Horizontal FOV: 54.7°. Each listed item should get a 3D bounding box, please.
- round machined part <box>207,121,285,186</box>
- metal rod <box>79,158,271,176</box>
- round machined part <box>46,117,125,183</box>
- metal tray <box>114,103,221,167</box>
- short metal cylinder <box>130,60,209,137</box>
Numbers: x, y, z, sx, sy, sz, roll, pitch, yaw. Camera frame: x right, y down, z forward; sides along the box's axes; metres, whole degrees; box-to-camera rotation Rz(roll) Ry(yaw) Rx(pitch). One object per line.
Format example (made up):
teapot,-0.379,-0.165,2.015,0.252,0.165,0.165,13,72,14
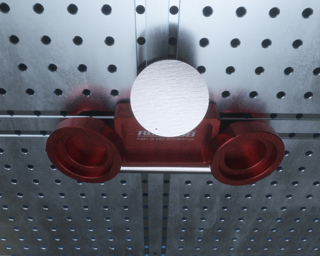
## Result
round machined part,0.110,0.029,0.415,0.099,0.042,0.097,-5,129,-6
metal rod,0.010,0.055,0.453,0.302,0.025,0.025,1,130,-2
round machined part,-0.094,0.025,0.409,0.099,0.042,0.097,5,128,6
metal tray,0.008,0.012,0.413,0.131,0.030,0.089,0,131,-1
short metal cylinder,0.010,-0.035,0.341,0.081,0.050,0.079,0,104,0
